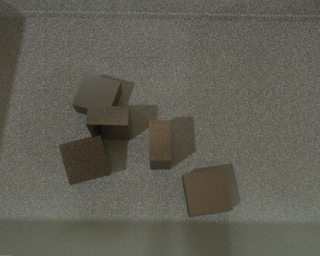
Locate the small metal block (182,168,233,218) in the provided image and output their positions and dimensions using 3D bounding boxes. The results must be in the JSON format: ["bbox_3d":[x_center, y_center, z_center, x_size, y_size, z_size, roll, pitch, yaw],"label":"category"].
[{"bbox_3d":[0.057,0.080,0.381,0.050,0.025,0.050,-8,70,-3],"label":"small metal block"}]

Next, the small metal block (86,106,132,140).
[{"bbox_3d":[-0.063,-0.006,0.397,0.050,0.050,0.025,1,67,0],"label":"small metal block"}]

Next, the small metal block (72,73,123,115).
[{"bbox_3d":[-0.084,-0.042,0.423,0.050,0.025,0.050,16,69,5],"label":"small metal block"}]

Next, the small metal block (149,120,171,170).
[{"bbox_3d":[0.000,0.022,0.388,0.025,0.050,0.050,-1,70,-1],"label":"small metal block"}]

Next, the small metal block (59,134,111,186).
[{"bbox_3d":[-0.092,0.038,0.385,0.050,0.025,0.050,-14,94,-5],"label":"small metal block"}]
